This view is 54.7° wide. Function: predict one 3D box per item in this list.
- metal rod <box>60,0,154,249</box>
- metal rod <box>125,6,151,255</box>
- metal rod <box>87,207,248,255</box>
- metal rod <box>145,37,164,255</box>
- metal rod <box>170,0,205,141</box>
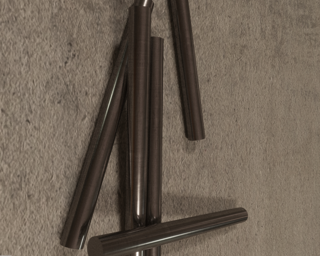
[{"bbox_3d":[-0.056,-0.017,0.358,0.025,0.025,0.299,24,75,-38],"label":"metal rod"},{"bbox_3d":[-0.027,0.016,0.362,0.025,0.025,0.298,-5,100,-40],"label":"metal rod"},{"bbox_3d":[0.037,0.132,0.412,0.302,0.025,0.025,8,85,-48],"label":"metal rod"},{"bbox_3d":[-0.010,0.035,0.398,0.025,0.025,0.298,1,89,-40],"label":"metal rod"},{"bbox_3d":[0.033,-0.131,0.434,0.025,0.025,0.298,-14,99,-40],"label":"metal rod"}]
